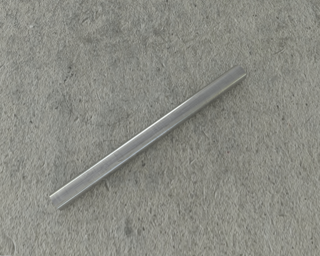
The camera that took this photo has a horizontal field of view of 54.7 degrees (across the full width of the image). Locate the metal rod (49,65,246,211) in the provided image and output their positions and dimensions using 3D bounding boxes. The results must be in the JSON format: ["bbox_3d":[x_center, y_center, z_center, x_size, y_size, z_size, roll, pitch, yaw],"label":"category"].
[{"bbox_3d":[-0.006,0.006,0.408,0.301,0.025,0.025,-35,74,-12],"label":"metal rod"}]
